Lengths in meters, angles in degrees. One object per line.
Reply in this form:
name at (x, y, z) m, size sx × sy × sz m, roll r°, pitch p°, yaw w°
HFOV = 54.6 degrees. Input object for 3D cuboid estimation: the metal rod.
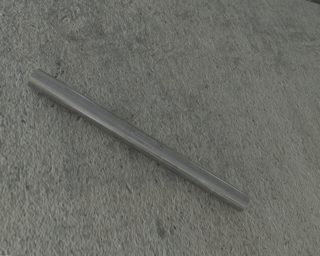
metal rod at (-0.019, 0.019, 0.381) m, size 0.301 × 0.025 × 0.025 m, roll 32°, pitch 52°, yaw -8°
